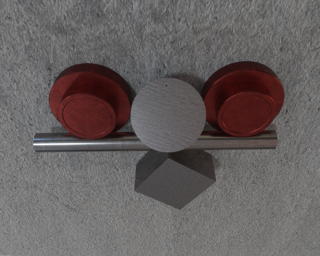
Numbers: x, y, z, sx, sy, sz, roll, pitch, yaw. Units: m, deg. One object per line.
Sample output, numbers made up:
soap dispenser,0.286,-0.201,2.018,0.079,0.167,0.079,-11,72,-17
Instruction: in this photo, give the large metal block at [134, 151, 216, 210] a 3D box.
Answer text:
large metal block,0.020,0.064,0.444,0.080,0.050,0.080,28,125,-22

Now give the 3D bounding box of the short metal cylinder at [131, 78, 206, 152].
short metal cylinder,0.009,-0.015,0.355,0.080,0.050,0.079,0,95,0

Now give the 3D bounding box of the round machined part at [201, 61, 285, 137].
round machined part,0.101,-0.028,0.375,0.099,0.042,0.097,0,130,0

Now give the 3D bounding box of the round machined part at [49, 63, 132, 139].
round machined part,-0.084,-0.025,0.375,0.099,0.042,0.097,0,130,0

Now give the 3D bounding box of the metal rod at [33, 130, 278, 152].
metal rod,-0.006,0.017,0.395,0.302,0.025,0.025,-1,130,0
